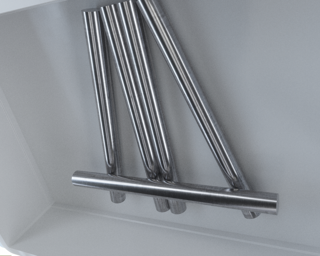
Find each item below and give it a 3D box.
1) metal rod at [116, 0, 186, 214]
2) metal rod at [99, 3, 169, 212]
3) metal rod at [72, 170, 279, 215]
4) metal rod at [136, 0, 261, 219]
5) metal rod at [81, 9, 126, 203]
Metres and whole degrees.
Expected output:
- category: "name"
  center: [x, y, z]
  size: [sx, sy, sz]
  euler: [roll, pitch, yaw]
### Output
- category: "metal rod"
  center: [-0.004, -0.009, 0.404]
  size: [0.025, 0.025, 0.298]
  euler: [1, 119, 28]
- category: "metal rod"
  center: [-0.026, -0.009, 0.415]
  size: [0.025, 0.025, 0.298]
  euler: [1, 119, 28]
- category: "metal rod"
  center: [0.002, 0.084, 0.424]
  size: [0.300, 0.025, 0.025]
  euler: [2, 119, 27]
- category: "metal rod"
  center: [0.054, -0.014, 0.370]
  size: [0.025, 0.025, 0.299]
  euler: [-17, 110, 35]
- category: "metal rod"
  center: [-0.075, -0.011, 0.440]
  size: [0.025, 0.025, 0.298]
  euler: [11, 124, 22]
